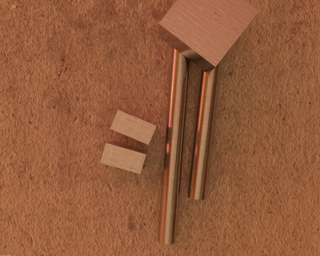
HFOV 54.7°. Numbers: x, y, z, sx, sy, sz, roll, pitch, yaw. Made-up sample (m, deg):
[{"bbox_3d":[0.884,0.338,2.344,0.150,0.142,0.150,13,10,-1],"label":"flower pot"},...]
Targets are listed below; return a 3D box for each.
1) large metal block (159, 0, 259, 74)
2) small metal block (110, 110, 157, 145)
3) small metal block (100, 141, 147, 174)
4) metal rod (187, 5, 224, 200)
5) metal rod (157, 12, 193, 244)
[{"bbox_3d":[0.055,-0.124,0.372,0.080,0.050,0.080,38,90,-1],"label":"large metal block"},{"bbox_3d":[-0.032,-0.001,0.397,0.050,0.050,0.025,23,90,-1],"label":"small metal block"},{"bbox_3d":[-0.044,0.037,0.397,0.050,0.050,0.025,16,90,-1],"label":"small metal block"},{"bbox_3d":[0.065,-0.056,0.410,0.025,0.025,0.298,6,90,-1],"label":"metal rod"},{"bbox_3d":[0.021,0.000,0.410,0.025,0.025,0.298,4,90,-1],"label":"metal rod"}]
